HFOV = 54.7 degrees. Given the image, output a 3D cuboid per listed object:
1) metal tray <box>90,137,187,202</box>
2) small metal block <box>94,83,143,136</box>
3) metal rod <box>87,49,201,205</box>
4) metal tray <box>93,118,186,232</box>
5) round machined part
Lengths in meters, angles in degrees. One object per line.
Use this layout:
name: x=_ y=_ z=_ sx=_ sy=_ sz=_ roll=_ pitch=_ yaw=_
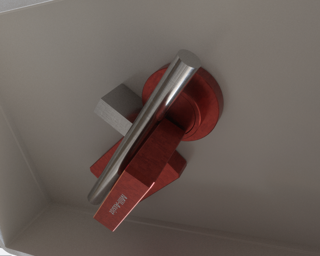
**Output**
metal tray: x=-0.036 y=0.057 z=0.456 sx=0.090 sy=0.030 sz=0.129 roll=46 pitch=129 yaw=-5
small metal block: x=-0.047 y=-0.024 z=0.399 sx=0.050 sy=0.050 sz=0.025 roll=39 pitch=129 yaw=1
metal rod: x=-0.037 y=0.023 z=0.389 sx=0.025 sy=0.025 sz=0.298 roll=38 pitch=133 yaw=2
metal tray: x=-0.026 y=0.057 z=0.363 sx=0.030 sy=0.090 sz=0.129 roll=36 pitch=135 yaw=1
round machined part: x=0.022 y=-0.025 z=0.367 sx=0.098 sy=0.042 sz=0.097 roll=13 pitch=124 yaw=20
